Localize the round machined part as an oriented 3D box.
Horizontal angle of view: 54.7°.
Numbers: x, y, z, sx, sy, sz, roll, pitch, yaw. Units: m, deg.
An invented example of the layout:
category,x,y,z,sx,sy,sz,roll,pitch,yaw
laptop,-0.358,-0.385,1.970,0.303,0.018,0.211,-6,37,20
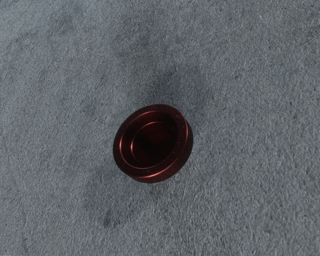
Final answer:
category,x,y,z,sx,sy,sz,roll,pitch,yaw
round machined part,-0.005,0.022,0.382,0.098,0.042,0.098,-13,56,20
